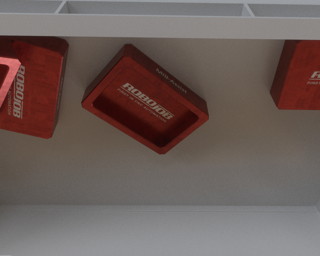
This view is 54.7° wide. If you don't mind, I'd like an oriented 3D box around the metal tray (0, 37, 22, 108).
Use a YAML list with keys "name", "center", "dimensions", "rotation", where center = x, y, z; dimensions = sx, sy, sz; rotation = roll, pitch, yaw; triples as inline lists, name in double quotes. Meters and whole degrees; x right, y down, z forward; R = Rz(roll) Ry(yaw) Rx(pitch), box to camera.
- name: "metal tray"
  center: [-0.205, -0.036, 0.302]
  dimensions: [0.091, 0.030, 0.129]
  rotation: [-3, 144, -49]

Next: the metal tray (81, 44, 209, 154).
- name: "metal tray"
  center: [-0.016, -0.029, 0.380]
  dimensions: [0.130, 0.030, 0.090]
  rotation: [34, 122, -26]

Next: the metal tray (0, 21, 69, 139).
- name: "metal tray"
  center: [-0.163, -0.051, 0.361]
  dimensions: [0.091, 0.030, 0.129]
  rotation: [14, 129, -12]

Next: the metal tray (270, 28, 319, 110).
- name: "metal tray"
  center: [0.204, -0.064, 0.353]
  dimensions: [0.131, 0.030, 0.089]
  rotation: [1, 130, -1]
